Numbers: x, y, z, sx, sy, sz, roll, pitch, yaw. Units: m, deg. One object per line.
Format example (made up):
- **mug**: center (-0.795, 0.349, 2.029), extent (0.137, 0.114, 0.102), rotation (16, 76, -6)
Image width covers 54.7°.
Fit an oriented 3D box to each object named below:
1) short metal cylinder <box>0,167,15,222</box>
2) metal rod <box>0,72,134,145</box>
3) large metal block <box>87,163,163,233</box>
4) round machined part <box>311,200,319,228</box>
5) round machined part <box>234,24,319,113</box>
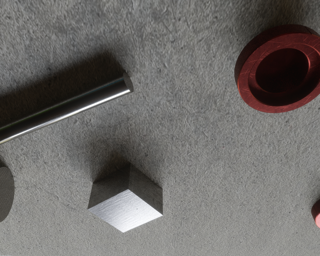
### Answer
- **short metal cylinder**: center (-0.255, 0.097, 0.451), extent (0.050, 0.080, 0.079), rotation (0, 130, -1)
- **metal rod**: center (-0.173, -0.005, 0.401), extent (0.301, 0.025, 0.025), rotation (-19, 128, 15)
- **large metal block**: center (-0.052, 0.111, 0.485), extent (0.080, 0.050, 0.080), rotation (-30, 124, 23)
- **round machined part**: center (0.317, 0.151, 0.528), extent (0.099, 0.042, 0.097), rotation (0, 130, 0)
- **round machined part**: center (0.131, -0.067, 0.340), extent (0.099, 0.042, 0.097), rotation (0, 130, 0)
